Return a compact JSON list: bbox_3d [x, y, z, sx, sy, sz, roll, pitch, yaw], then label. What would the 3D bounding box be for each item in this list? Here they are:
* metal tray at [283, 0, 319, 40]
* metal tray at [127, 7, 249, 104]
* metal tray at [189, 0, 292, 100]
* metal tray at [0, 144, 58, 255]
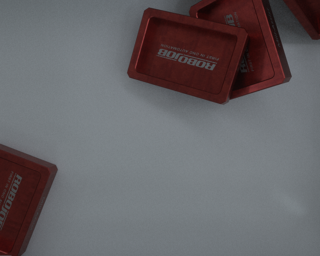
[{"bbox_3d":[0.198,-0.152,0.347,0.090,0.131,0.030,-13,70,40],"label":"metal tray"},{"bbox_3d":[0.033,-0.089,0.385,0.130,0.030,0.089,18,98,16],"label":"metal tray"},{"bbox_3d":[0.097,-0.106,0.385,0.090,0.030,0.129,-17,91,38],"label":"metal tray"},{"bbox_3d":[-0.203,0.096,0.406,0.090,0.030,0.129,21,90,-1],"label":"metal tray"}]
